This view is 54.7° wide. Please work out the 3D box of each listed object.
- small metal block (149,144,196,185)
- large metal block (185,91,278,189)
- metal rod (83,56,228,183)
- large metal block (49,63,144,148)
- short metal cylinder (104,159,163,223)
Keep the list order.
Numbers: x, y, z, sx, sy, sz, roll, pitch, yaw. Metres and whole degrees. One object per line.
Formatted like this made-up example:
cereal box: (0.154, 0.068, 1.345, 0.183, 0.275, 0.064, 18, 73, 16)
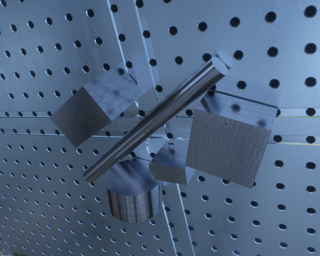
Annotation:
small metal block: (0.020, 0.047, 0.413, 0.050, 0.050, 0.025, 5, 121, 25)
large metal block: (0.080, 0.012, 0.356, 0.080, 0.050, 0.079, 18, 125, 17)
metal rod: (-0.026, 0.006, 0.427, 0.025, 0.025, 0.299, 47, 129, -5)
large metal block: (-0.080, -0.029, 0.399, 0.080, 0.080, 0.050, -32, 101, 38)
short metal cylinder: (-0.037, 0.089, 0.448, 0.080, 0.080, 0.050, 11, 123, 22)
